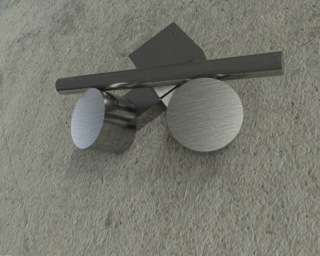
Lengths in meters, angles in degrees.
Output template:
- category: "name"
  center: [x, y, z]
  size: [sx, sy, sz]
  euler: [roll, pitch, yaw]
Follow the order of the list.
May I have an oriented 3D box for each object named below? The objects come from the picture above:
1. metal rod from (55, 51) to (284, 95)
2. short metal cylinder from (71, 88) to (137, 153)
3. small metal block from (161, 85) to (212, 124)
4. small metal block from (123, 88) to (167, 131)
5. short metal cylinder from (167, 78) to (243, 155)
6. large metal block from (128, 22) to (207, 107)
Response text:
- category: "metal rod"
  center: [-0.009, -0.063, 0.382]
  size: [0.300, 0.025, 0.025]
  euler: [-1, 61, 27]
- category: "short metal cylinder"
  center: [-0.076, -0.008, 0.416]
  size: [0.080, 0.050, 0.080]
  euler: [-14, 69, 44]
- category: "small metal block"
  center: [0.038, -0.031, 0.404]
  size: [0.050, 0.025, 0.050]
  euler: [-37, 51, 3]
- category: "small metal block"
  center: [-0.025, -0.033, 0.439]
  size: [0.050, 0.025, 0.050]
  euler: [-36, 51, 2]
- category: "short metal cylinder"
  center: [0.051, -0.011, 0.351]
  size: [0.080, 0.050, 0.080]
  euler: [-2, 81, 10]
- category: "large metal block"
  center: [0.014, -0.089, 0.434]
  size: [0.080, 0.050, 0.080]
  euler: [-36, 51, 4]
